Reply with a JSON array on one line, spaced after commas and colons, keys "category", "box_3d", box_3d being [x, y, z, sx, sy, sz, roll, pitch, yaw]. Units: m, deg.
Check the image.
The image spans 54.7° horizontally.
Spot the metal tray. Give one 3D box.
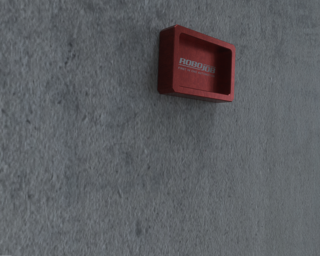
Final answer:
[{"category": "metal tray", "box_3d": [0.057, -0.088, 0.451, 0.131, 0.030, 0.089, 4, 88, -40]}]
